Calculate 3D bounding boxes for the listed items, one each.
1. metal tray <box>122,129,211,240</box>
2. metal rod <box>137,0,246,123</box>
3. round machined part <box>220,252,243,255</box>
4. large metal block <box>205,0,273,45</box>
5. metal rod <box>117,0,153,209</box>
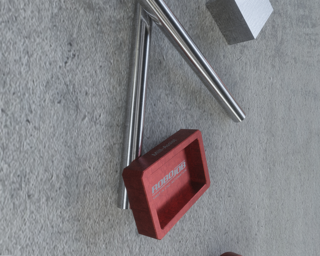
[{"bbox_3d":[0.015,0.065,0.395,0.131,0.030,0.089,-32,116,-47],"label":"metal tray"},{"bbox_3d":[0.046,-0.097,0.423,0.300,0.025,0.025,42,64,-39],"label":"metal rod"},{"bbox_3d":[0.099,0.242,0.481,0.099,0.042,0.097,0,90,-40],"label":"round machined part"},{"bbox_3d":[0.130,-0.195,0.500,0.080,0.050,0.080,50,60,-29],"label":"large metal block"},{"bbox_3d":[-0.028,-0.053,0.383,0.025,0.025,0.298,8,85,-40],"label":"metal rod"}]
